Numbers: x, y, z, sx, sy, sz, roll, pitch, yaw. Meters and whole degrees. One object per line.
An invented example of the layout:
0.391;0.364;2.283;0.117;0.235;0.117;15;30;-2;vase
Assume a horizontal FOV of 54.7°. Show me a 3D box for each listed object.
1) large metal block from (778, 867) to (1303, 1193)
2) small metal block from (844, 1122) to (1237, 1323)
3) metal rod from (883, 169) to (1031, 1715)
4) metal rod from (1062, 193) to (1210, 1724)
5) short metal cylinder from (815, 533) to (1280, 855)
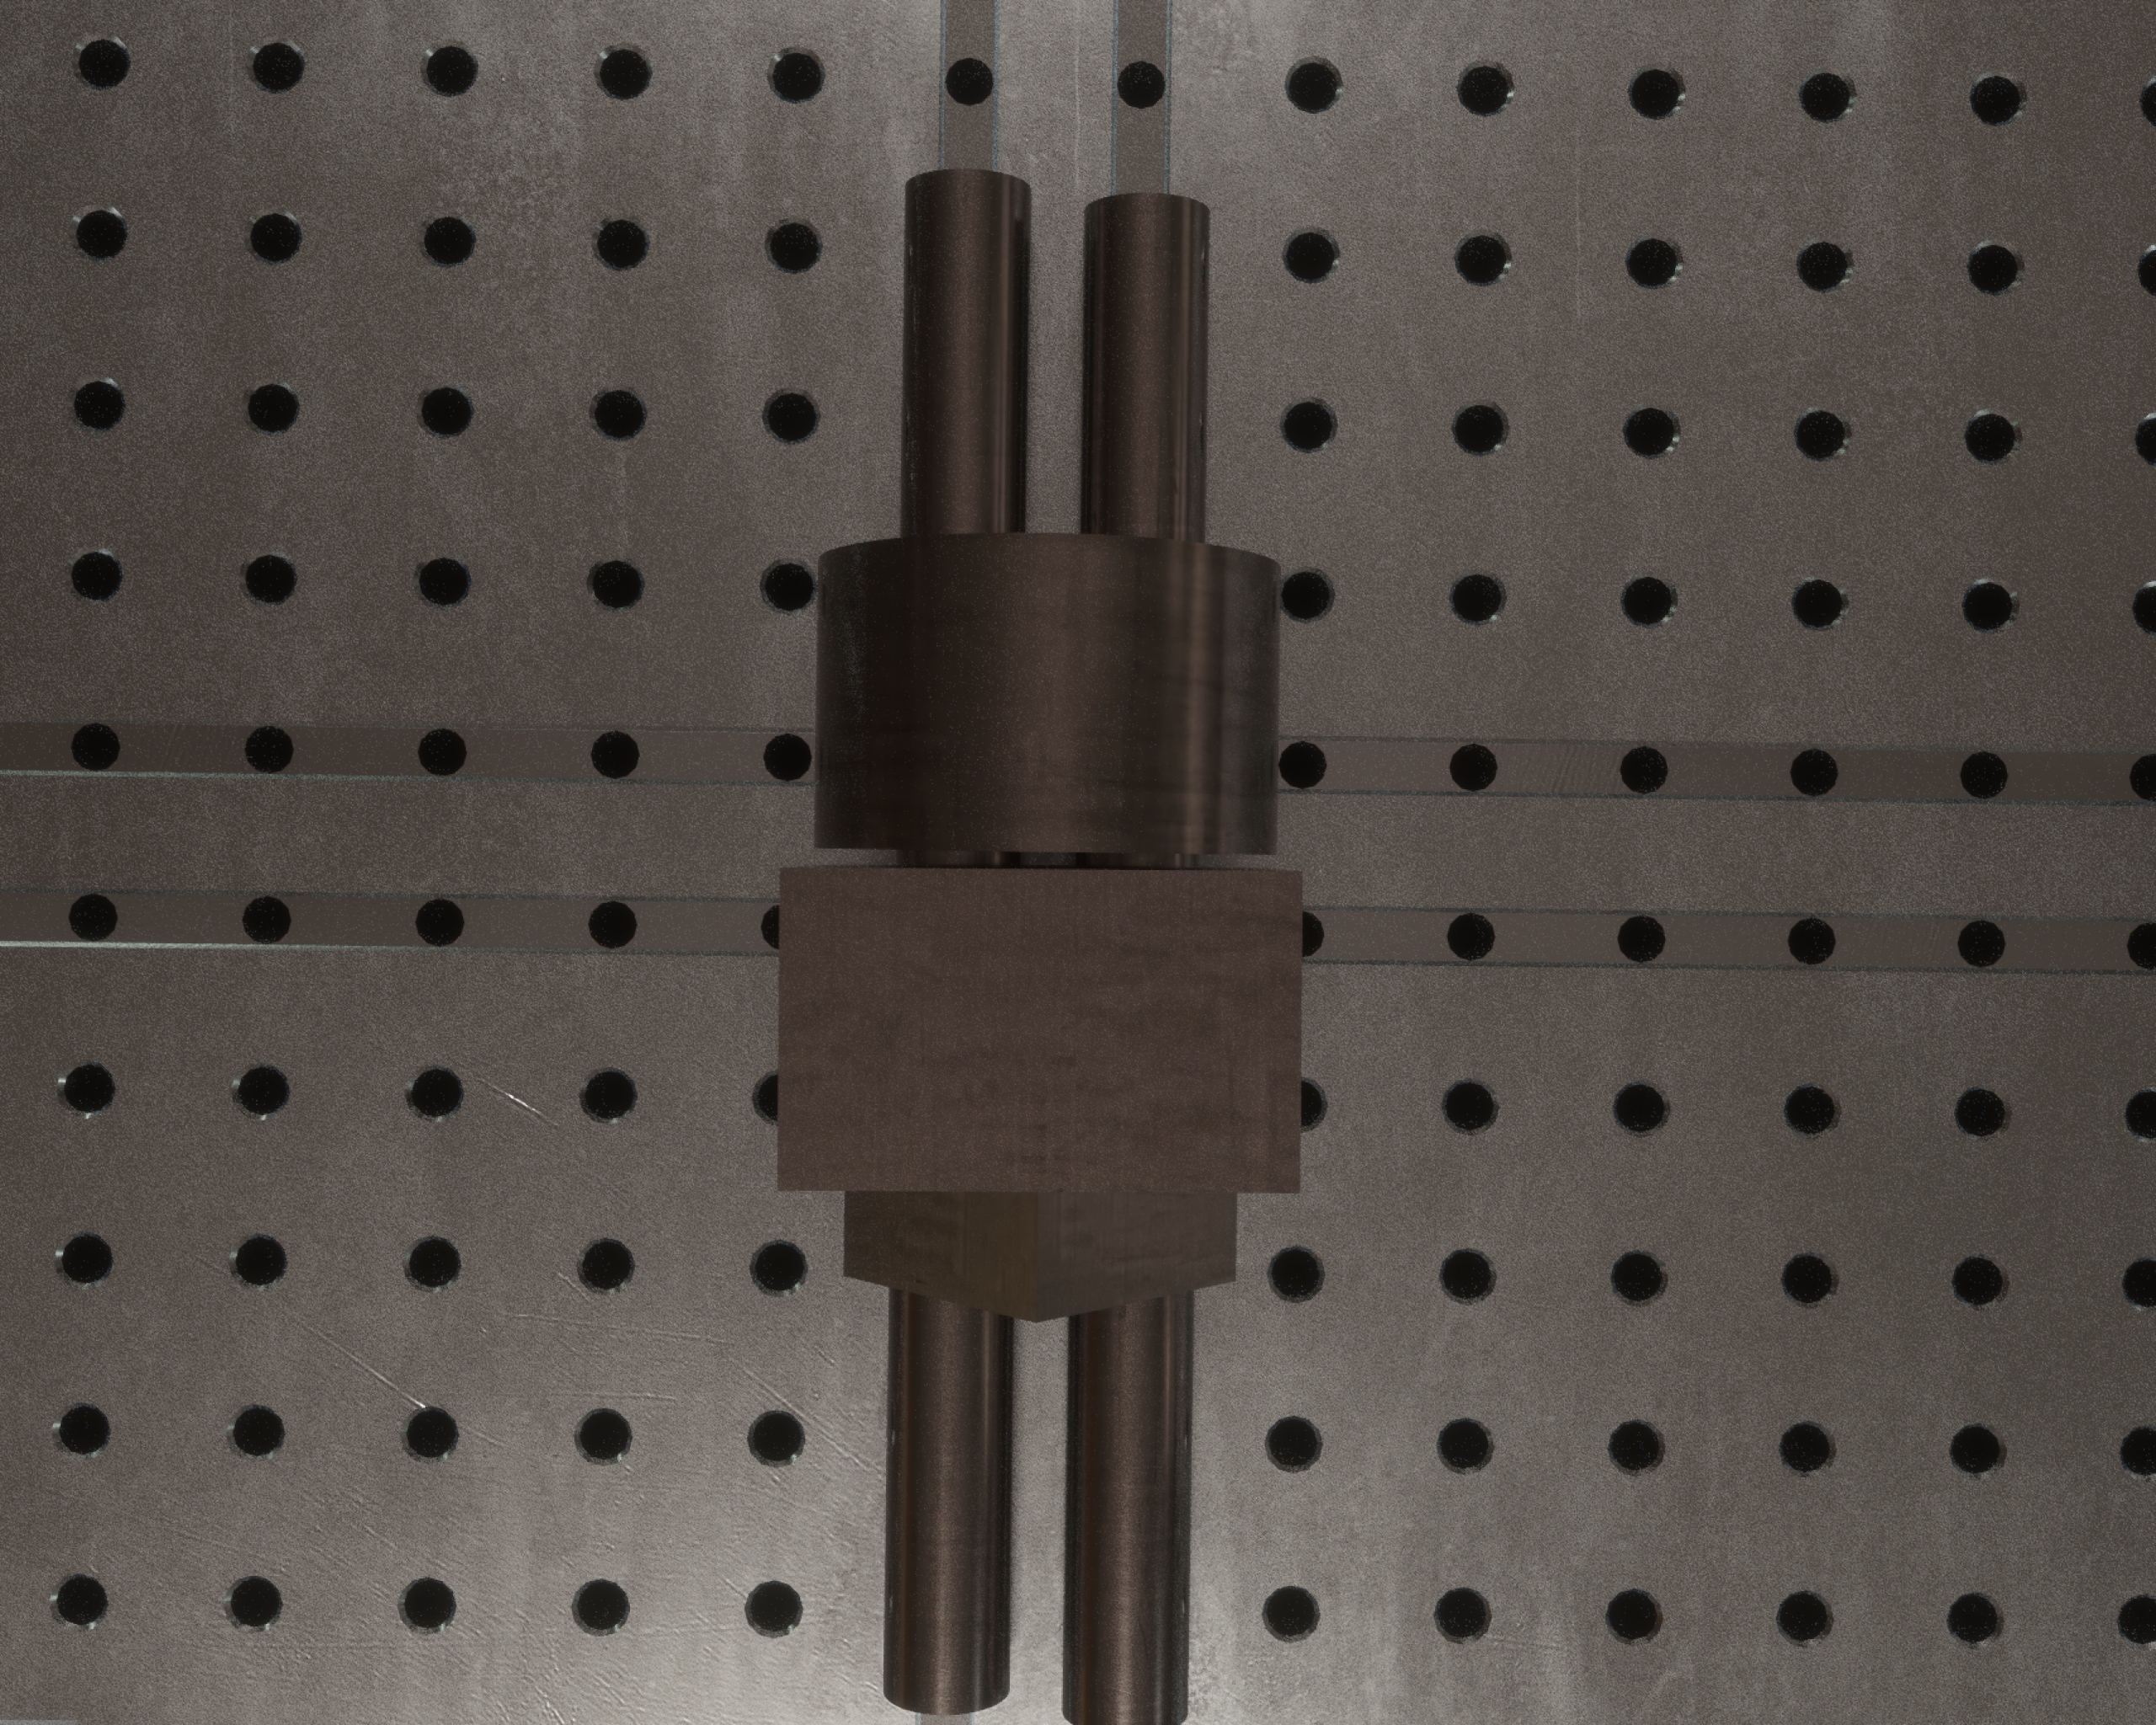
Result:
-0.006;0.026;0.361;0.081;0.080;0.050;0;90;-1;large metal block
-0.007;0.063;0.378;0.050;0.050;0.025;1;90;-45;small metal block
-0.024;0.015;0.414;0.025;0.025;0.298;1;90;-1;metal rod
0.012;0.020;0.415;0.025;0.025;0.298;1;90;-1;metal rod
-0.005;-0.027;0.365;0.081;0.080;0.050;1;90;-1;short metal cylinder
